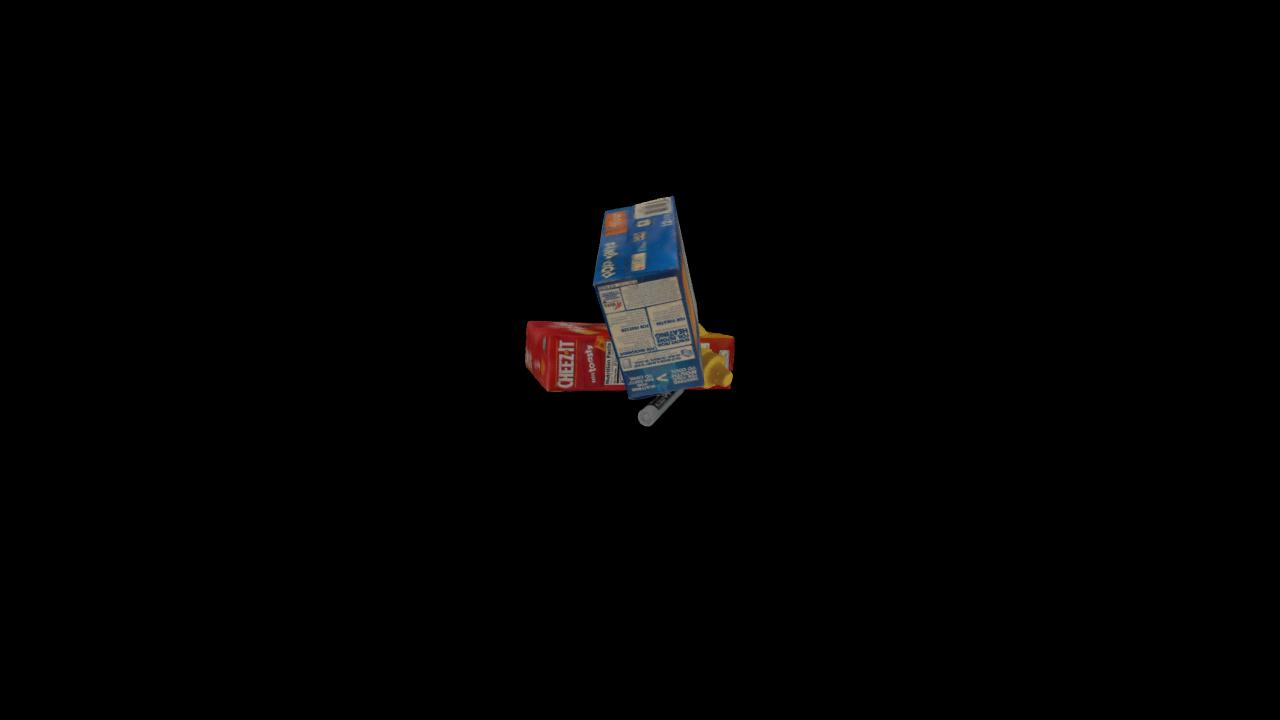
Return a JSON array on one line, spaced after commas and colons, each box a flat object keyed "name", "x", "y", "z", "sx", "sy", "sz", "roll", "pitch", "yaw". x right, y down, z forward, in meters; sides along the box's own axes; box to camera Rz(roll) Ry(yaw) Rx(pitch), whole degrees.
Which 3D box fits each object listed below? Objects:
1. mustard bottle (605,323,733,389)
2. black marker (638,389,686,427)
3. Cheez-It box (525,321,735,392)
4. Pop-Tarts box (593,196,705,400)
[{"name": "mustard bottle", "x": 0.036, "y": -0.012, "z": 0.739, "sx": 0.184, "sy": 0.092, "sz": 0.054, "roll": 28, "pitch": 7, "yaw": 38}, {"name": "black marker", "x": 0.031, "y": 0.041, "z": 0.683, "sx": 0.020, "sy": 0.020, "sz": 0.121, "roll": 0, "pitch": 18, "yaw": 26}, {"name": "Cheez-It box", "x": -0.020, "y": -0.007, "z": 0.756, "sx": 0.223, "sy": 0.071, "sz": 0.166, "roll": 1, "pitch": 7, "yaw": -19}, {"name": "Pop-Tarts box", "x": 0.012, "y": -0.069, "z": 0.647, "sx": 0.083, "sy": 0.141, "sz": 0.167, "roll": -10, "pitch": 36, "yaw": 9}]
